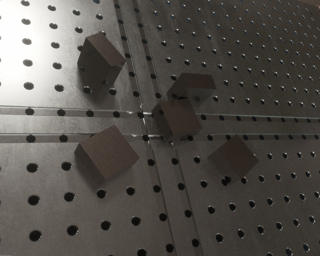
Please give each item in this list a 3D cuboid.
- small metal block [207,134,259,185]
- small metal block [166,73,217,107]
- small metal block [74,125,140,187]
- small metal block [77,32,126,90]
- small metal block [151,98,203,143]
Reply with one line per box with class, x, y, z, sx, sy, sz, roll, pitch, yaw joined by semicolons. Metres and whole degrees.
small metal block;0.105;0.044;0.440;0.050;0.025;0.050;-32;80;-38
small metal block;0.045;-0.054;0.451;0.050;0.050;0.025;-1;63;-29
small metal block;-0.061;0.031;0.357;0.050;0.025;0.050;-31;79;-38
small metal block;-0.077;-0.087;0.405;0.050;0.050;0.025;49;51;6
small metal block;0.023;-0.011;0.429;0.050;0.025;0.050;-10;67;-33
